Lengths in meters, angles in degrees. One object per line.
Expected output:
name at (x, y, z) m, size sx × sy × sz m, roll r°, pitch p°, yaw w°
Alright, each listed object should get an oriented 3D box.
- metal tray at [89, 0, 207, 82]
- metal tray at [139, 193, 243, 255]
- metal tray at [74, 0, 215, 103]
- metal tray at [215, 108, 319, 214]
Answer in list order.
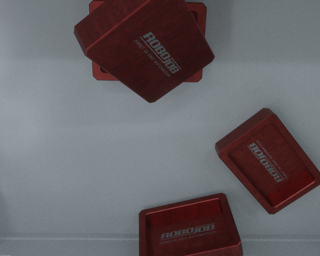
metal tray at (-0.014, -0.103, 0.370) m, size 0.131 × 0.030 × 0.089 m, roll 1°, pitch 110°, yaw -1°
metal tray at (0.038, 0.144, 0.428) m, size 0.131 × 0.090 × 0.030 m, roll -13°, pitch 123°, yaw 4°
metal tray at (-0.006, -0.080, 0.301) m, size 0.090 × 0.130 × 0.030 m, roll -35°, pitch 64°, yaw 12°
metal tray at (0.151, 0.048, 0.428) m, size 0.090 × 0.030 × 0.130 m, roll -39°, pitch 106°, yaw 12°
